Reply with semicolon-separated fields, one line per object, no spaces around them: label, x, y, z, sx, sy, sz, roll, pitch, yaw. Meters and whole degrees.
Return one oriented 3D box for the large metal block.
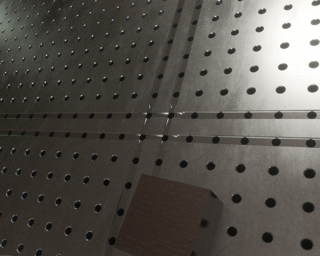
large metal block;0.011;0.101;0.323;0.080;0.050;0.080;7;65;31
